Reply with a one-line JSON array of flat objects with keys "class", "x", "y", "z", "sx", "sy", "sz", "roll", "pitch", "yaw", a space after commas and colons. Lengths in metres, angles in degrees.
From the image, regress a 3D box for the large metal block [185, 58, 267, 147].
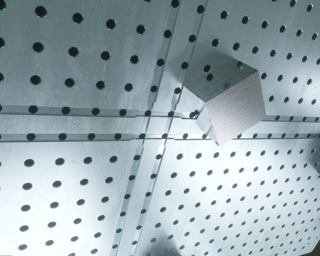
[{"class": "large metal block", "x": 0.091, "y": -0.034, "z": 0.423, "sx": 0.080, "sy": 0.050, "sz": 0.080, "roll": -31, "pitch": 129, "yaw": -8}]
